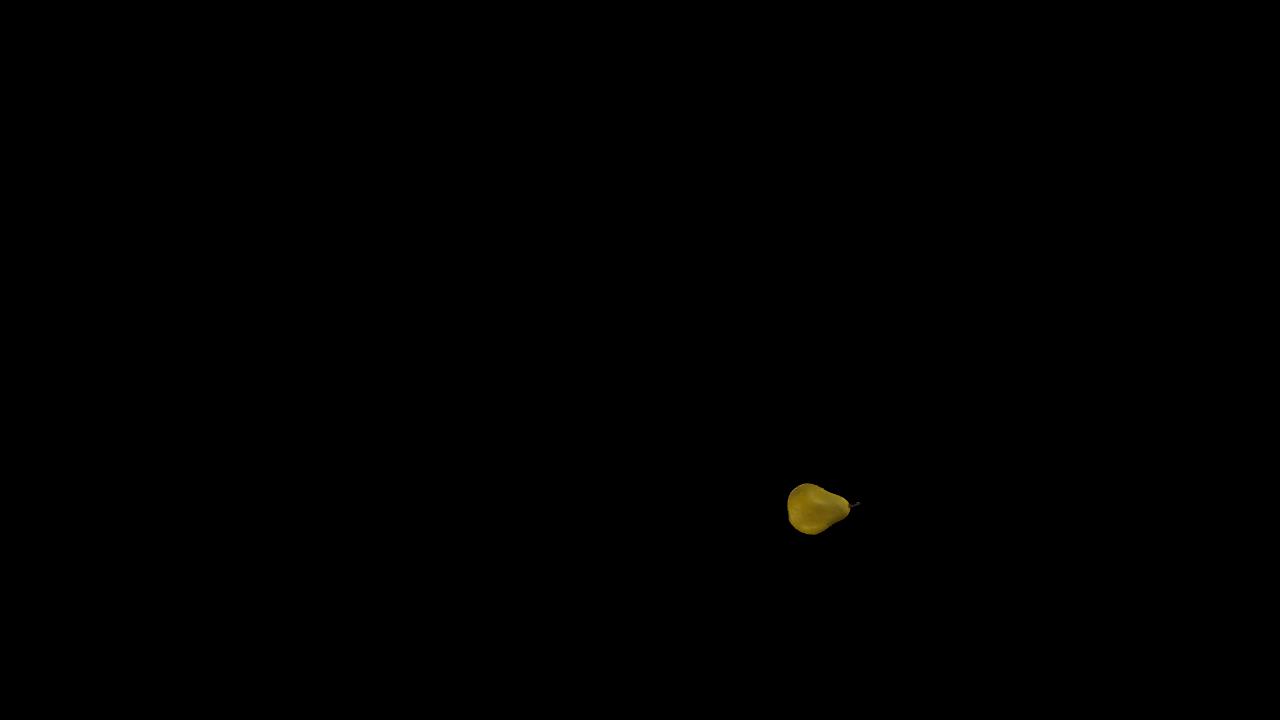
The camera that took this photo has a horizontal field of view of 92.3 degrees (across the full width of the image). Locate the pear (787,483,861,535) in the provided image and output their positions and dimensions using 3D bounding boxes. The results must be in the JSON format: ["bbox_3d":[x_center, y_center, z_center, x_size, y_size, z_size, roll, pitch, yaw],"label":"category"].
[{"bbox_3d":[0.291,0.236,0.968,0.111,0.080,0.080,-2,-1,29],"label":"pear"}]
